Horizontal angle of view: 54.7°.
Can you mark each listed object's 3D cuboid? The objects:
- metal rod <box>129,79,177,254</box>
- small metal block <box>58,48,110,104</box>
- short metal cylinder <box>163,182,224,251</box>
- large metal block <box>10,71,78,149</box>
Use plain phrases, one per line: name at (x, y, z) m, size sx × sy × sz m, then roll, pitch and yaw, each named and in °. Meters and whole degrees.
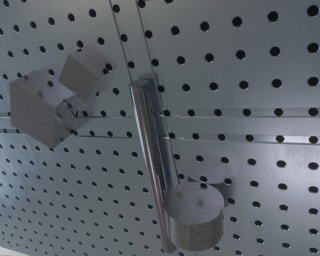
metal rod at (-0.005, 0.073, 0.459) m, size 0.025 × 0.025 × 0.298 m, roll 5°, pitch 121°, yaw 26°
small metal block at (-0.105, -0.071, 0.423) m, size 0.050 × 0.025 × 0.050 m, roll 40°, pitch 129°, yaw 1°
short metal cylinder at (0.047, 0.119, 0.425) m, size 0.080 × 0.080 × 0.050 m, roll 9°, pitch 122°, yaw 23°
large metal block at (-0.176, -0.028, 0.471) m, size 0.080 × 0.050 × 0.079 m, roll 28°, pitch 128°, yaw 10°
